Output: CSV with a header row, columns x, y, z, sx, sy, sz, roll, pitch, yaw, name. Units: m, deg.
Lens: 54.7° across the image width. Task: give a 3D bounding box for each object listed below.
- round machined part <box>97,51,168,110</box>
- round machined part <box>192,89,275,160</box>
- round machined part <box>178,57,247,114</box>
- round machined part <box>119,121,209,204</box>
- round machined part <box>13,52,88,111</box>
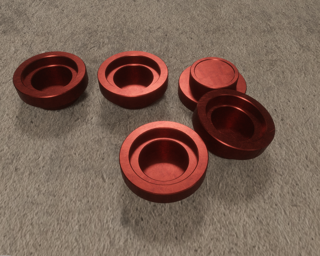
x,y,z,sx,sy,sz,roll,pitch,yaw,name
-0.037,-0.065,0.446,0.099,0.042,0.098,0,50,0,round machined part
0.087,0.000,0.385,0.099,0.042,0.098,8,49,-9,round machined part
0.076,-0.066,0.449,0.099,0.042,0.098,0,50,0,round machined part
0.004,0.042,0.356,0.099,0.042,0.098,0,51,0,round machined part
-0.152,-0.063,0.443,0.099,0.042,0.098,0,50,0,round machined part
